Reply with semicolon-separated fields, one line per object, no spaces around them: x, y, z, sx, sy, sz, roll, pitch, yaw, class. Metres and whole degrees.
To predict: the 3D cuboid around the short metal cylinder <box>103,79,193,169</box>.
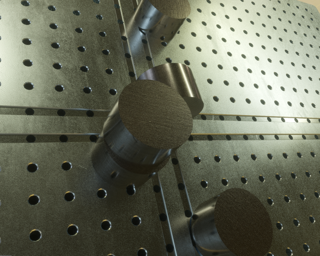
-0.013;-0.004;0.324;0.081;0.050;0.080;14;56;-21;short metal cylinder

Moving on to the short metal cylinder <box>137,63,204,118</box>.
0.011;-0.040;0.405;0.081;0.080;0.050;-2;63;-30;short metal cylinder

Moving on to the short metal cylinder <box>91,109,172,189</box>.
-0.033;0.025;0.360;0.081;0.050;0.080;14;56;-21;short metal cylinder

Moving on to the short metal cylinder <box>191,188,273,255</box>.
0.085;0.118;0.368;0.081;0.050;0.080;14;56;-21;short metal cylinder

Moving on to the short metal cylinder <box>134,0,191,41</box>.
0.004;-0.193;0.514;0.081;0.050;0.080;14;56;-21;short metal cylinder
